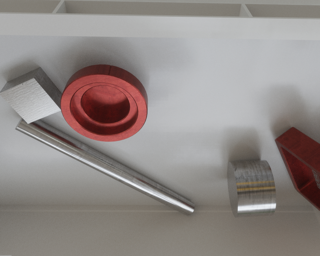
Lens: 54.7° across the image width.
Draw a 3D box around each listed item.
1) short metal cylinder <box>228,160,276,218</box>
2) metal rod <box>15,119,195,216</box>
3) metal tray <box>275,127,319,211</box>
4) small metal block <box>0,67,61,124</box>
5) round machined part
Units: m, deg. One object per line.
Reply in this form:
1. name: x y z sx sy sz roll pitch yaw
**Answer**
1. short metal cylinder: 0.130 0.087 0.450 0.050 0.080 0.080 -4 130 3
2. metal rod: -0.065 0.064 0.462 0.301 0.025 0.025 32 123 -25
3. metal tray: 0.214 0.068 0.424 0.030 0.090 0.130 -36 125 -1
4. small metal block: -0.152 -0.038 0.374 0.050 0.025 0.050 -20 128 15
5. round machined part: -0.064 -0.033 0.369 0.099 0.042 0.097 -1 130 0
